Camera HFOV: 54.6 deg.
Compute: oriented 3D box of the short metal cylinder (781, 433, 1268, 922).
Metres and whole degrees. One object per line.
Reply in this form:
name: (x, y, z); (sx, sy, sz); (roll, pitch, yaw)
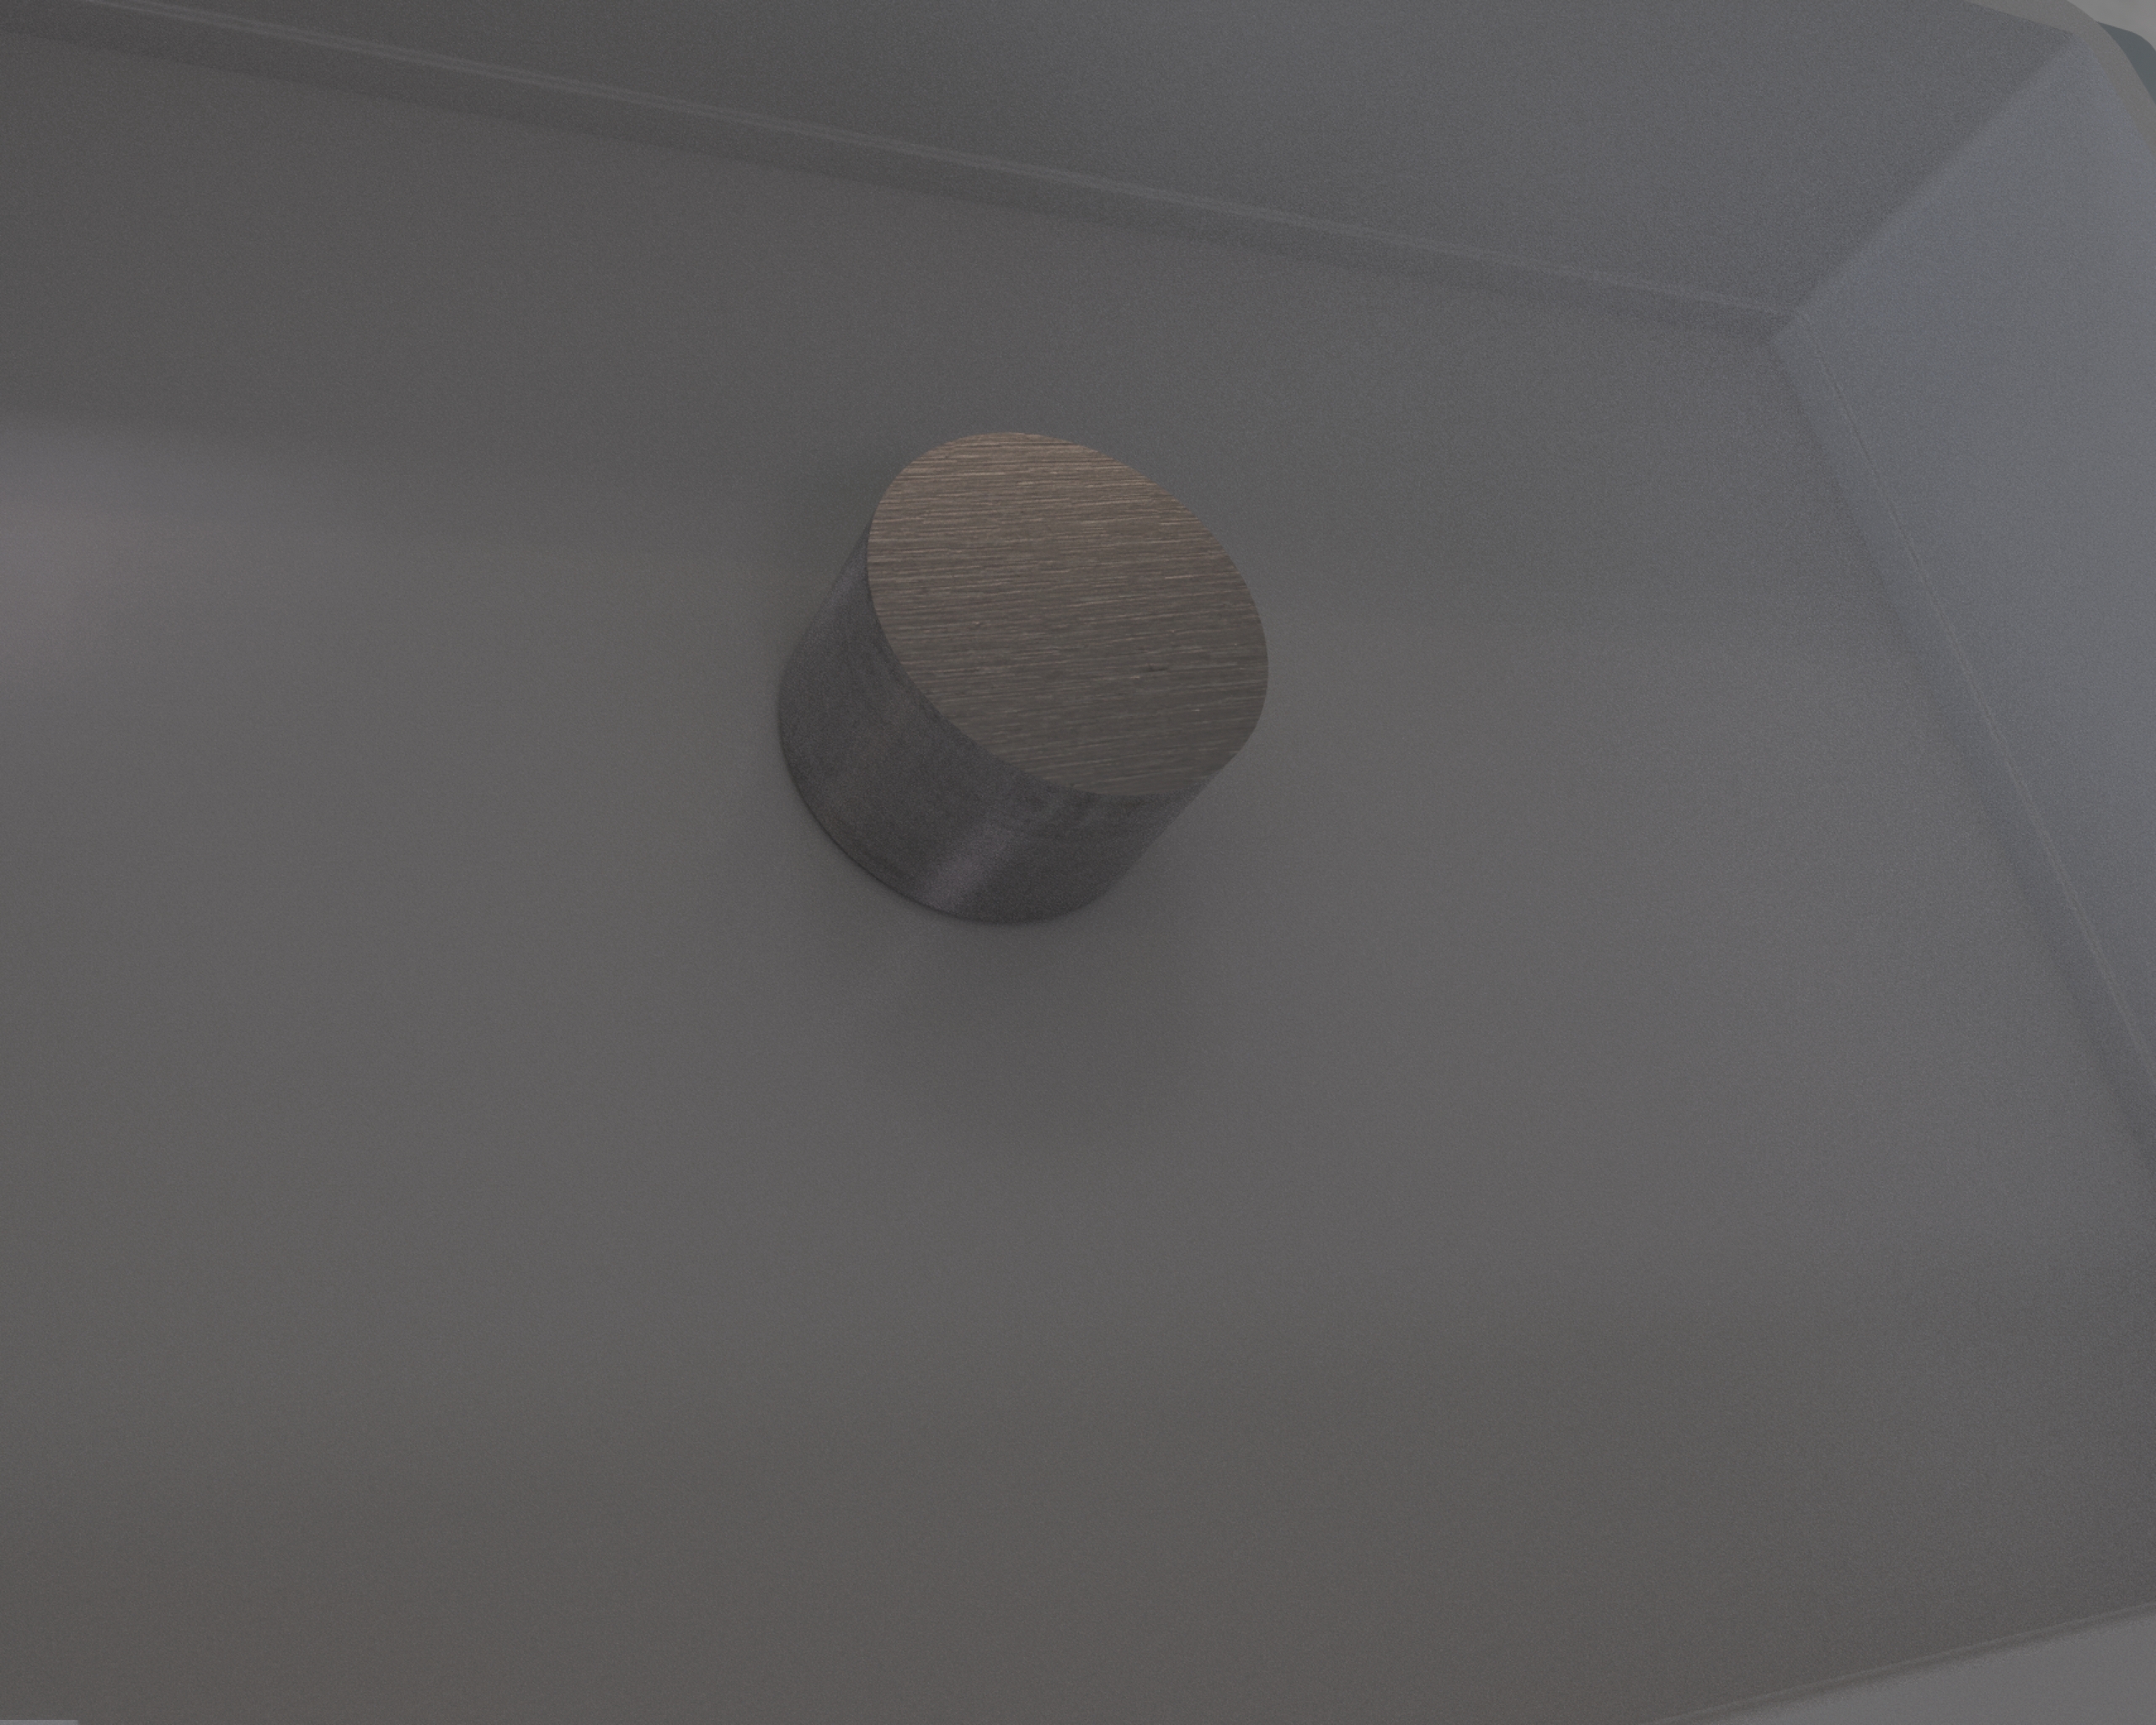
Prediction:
short metal cylinder: (-0.011, -0.035, 0.402); (0.081, 0.050, 0.080); (13, 56, -21)
